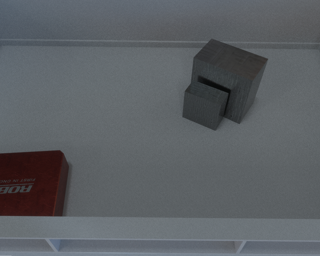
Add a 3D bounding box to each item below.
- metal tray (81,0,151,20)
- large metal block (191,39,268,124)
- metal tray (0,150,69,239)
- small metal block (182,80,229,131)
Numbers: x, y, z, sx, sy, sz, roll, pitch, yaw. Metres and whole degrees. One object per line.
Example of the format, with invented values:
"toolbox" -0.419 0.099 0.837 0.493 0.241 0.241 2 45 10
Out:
"metal tray" -0.089 -0.258 0.620 0.131 0.030 0.090 -7 50 -6
"large metal block" 0.090 -0.063 0.424 0.080 0.080 0.050 27 55 20
"metal tray" -0.174 0.072 0.339 0.131 0.030 0.090 -3 50 -3
"small metal block" 0.060 -0.030 0.415 0.050 0.050 0.025 24 54 18
